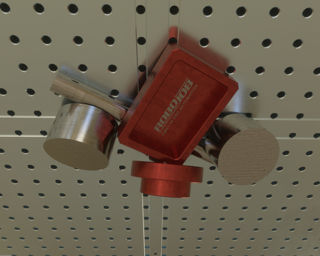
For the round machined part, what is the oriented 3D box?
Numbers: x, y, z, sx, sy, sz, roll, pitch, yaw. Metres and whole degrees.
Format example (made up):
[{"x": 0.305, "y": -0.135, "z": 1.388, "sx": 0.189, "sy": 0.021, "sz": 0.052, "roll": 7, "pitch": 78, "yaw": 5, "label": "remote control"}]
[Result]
[{"x": 0.009, "y": 0.071, "z": 0.425, "sx": 0.099, "sy": 0.042, "sz": 0.098, "roll": 6, "pitch": 173, "yaw": 1, "label": "round machined part"}]

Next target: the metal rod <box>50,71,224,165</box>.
[{"x": 0.004, "y": 0.005, "z": 0.415, "sx": 0.302, "sy": 0.025, "sz": 0.025, "roll": 25, "pitch": 126, "yaw": -20, "label": "metal rod"}]

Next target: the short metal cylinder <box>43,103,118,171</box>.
[{"x": -0.097, "y": 0.013, "z": 0.390, "sx": 0.080, "sy": 0.050, "sz": 0.080, "roll": 8, "pitch": 147, "yaw": 5, "label": "short metal cylinder"}]

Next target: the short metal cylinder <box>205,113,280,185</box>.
[{"x": 0.105, "y": 0.027, "z": 0.403, "sx": 0.081, "sy": 0.050, "sz": 0.079, "roll": -4, "pitch": 114, "yaw": -10, "label": "short metal cylinder"}]

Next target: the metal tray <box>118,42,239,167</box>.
[{"x": 0.019, "y": -0.023, "z": 0.370, "sx": 0.090, "sy": 0.030, "sz": 0.129, "roll": 25, "pitch": 112, "yaw": -20, "label": "metal tray"}]
